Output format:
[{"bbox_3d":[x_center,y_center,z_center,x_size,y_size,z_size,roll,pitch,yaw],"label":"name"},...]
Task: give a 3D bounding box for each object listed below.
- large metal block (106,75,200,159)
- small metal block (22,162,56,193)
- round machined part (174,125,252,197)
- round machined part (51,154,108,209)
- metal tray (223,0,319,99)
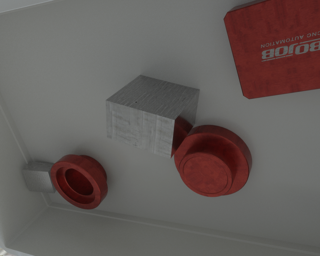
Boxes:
[{"bbox_3d":[-0.007,-0.017,0.365,0.080,0.080,0.050,17,125,18],"label":"large metal block"},{"bbox_3d":[-0.217,0.091,0.569,0.050,0.025,0.050,3,121,10],"label":"small metal block"},{"bbox_3d":[0.063,0.048,0.394,0.098,0.042,0.097,13,124,20],"label":"round machined part"},{"bbox_3d":[-0.128,0.084,0.515,0.098,0.042,0.097,13,124,20],"label":"round machined part"},{"bbox_3d":[0.134,-0.081,0.284,0.130,0.030,0.090,-7,115,31],"label":"metal tray"}]
